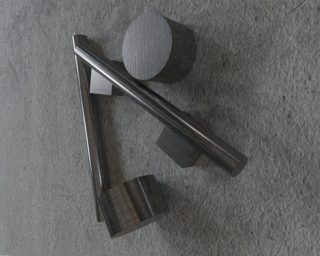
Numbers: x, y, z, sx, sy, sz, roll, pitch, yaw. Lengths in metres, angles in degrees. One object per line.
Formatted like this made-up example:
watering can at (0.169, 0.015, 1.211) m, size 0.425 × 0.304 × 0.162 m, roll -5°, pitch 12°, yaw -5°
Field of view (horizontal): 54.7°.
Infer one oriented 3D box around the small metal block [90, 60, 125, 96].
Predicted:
small metal block at (-0.079, -0.076, 0.470) m, size 0.050 × 0.025 × 0.050 m, roll 10°, pitch 96°, yaw 39°

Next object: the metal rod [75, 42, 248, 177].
metal rod at (-0.020, -0.039, 0.388) m, size 0.300 × 0.025 × 0.025 m, roll 38°, pitch 114°, yaw 33°

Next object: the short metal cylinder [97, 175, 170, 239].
short metal cylinder at (-0.034, 0.101, 0.397) m, size 0.080 × 0.081 × 0.050 m, roll -39°, pitch 67°, yaw 33°

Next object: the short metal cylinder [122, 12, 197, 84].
short metal cylinder at (-0.001, -0.098, 0.390) m, size 0.080 × 0.050 × 0.079 m, roll 0°, pitch 90°, yaw 40°

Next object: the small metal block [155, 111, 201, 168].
small metal block at (0.029, 0.013, 0.381) m, size 0.050 × 0.025 × 0.050 m, roll 41°, pitch 115°, yaw 32°

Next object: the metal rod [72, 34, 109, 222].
metal rod at (-0.109, -0.004, 0.494) m, size 0.025 × 0.025 × 0.298 m, roll -16°, pitch 80°, yaw 39°
